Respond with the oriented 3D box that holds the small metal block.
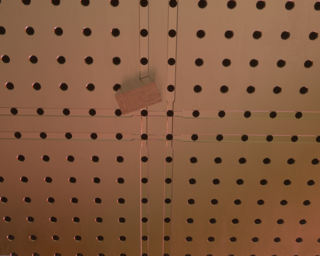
[{"bbox_3d":[-0.025,-0.043,0.384,0.050,0.050,0.025,-18,109,6],"label":"small metal block"}]
